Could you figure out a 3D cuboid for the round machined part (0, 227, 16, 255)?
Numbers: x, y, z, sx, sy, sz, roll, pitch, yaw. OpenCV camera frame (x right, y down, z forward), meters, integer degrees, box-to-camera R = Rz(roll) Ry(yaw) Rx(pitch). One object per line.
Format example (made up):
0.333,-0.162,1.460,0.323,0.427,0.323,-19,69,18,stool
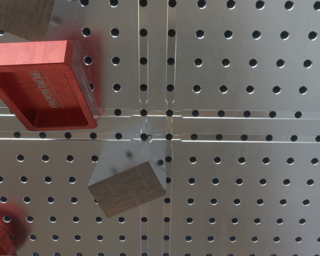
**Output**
-0.268,0.185,0.470,0.099,0.042,0.097,0,110,0,round machined part

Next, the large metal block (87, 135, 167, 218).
-0.039,0.061,0.406,0.080,0.080,0.050,-24,109,8,large metal block

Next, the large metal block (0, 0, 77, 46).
-0.126,-0.139,0.331,0.050,0.080,0.079,20,109,-7,large metal block

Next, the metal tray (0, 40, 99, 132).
-0.128,-0.041,0.352,0.091,0.030,0.130,-3,151,1,metal tray
